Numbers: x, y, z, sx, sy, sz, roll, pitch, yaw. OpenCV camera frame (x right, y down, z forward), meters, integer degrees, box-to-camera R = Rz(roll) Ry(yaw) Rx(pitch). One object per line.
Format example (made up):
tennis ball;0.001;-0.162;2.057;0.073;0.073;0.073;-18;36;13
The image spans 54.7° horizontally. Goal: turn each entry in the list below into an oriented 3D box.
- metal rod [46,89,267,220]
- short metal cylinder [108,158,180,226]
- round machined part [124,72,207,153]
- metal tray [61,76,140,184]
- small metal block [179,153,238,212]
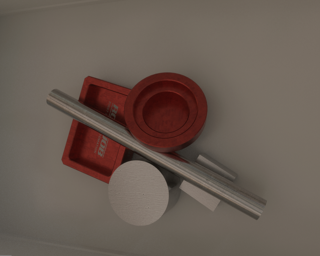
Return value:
metal rod;-0.016;0.025;0.383;0.301;0.025;0.025;27;99;15
short metal cylinder;-0.019;0.079;0.401;0.080;0.050;0.079;0;90;19
round machined part;0.008;-0.016;0.383;0.099;0.042;0.098;-2;68;5
metal tray;-0.076;0.002;0.431;0.090;0.030;0.129;20;96;18
small metal block;0.060;0.066;0.387;0.050;0.025;0.050;33;100;16
